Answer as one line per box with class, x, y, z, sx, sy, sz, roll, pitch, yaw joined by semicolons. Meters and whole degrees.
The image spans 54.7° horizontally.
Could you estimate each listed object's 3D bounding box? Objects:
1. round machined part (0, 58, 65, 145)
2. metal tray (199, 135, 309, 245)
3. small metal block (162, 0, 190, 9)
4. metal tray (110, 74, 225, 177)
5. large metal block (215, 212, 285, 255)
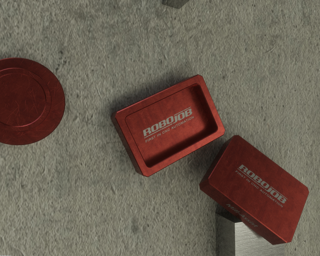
round machined part;-0.156;-0.029;0.342;0.099;0.042;0.097;0;90;-20
metal tray;0.129;0.082;0.420;0.130;0.030;0.090;38;58;1
small metal block;0.027;-0.192;0.405;0.025;0.050;0.050;9;87;-20
metal tray;0.013;-0.005;0.410;0.131;0.030;0.090;-27;99;-18
large metal block;0.128;0.163;0.443;0.081;0.050;0.079;-1;91;-20
